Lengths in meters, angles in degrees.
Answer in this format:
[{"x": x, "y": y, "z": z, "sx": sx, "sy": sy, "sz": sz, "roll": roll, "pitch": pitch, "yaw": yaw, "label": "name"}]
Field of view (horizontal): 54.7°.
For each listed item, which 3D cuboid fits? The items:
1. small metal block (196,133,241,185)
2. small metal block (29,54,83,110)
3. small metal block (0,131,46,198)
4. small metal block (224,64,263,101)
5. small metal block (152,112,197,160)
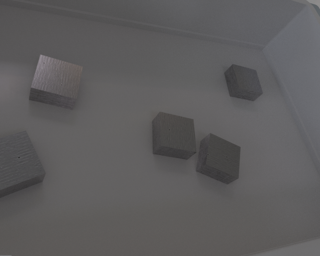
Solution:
[{"x": 0.080, "y": 0.042, "z": 0.423, "sx": 0.050, "sy": 0.025, "sz": 0.050, "roll": 24, "pitch": 53, "yaw": -13, "label": "small metal block"}, {"x": -0.124, "y": -0.054, "z": 0.372, "sx": 0.050, "sy": 0.025, "sz": 0.050, "roll": 14, "pitch": 56, "yaw": -21, "label": "small metal block"}, {"x": -0.148, "y": 0.036, "z": 0.304, "sx": 0.050, "sy": 0.025, "sz": 0.050, "roll": -20, "pitch": 73, "yaw": -36, "label": "small metal block"}, {"x": 0.142, "y": -0.077, "z": 0.529, "sx": 0.050, "sy": 0.025, "sz": 0.050, "roll": 8, "pitch": 58, "yaw": -24, "label": "small metal block"}, {"x": 0.018, "y": 0.011, "z": 0.409, "sx": 0.050, "sy": 0.025, "sz": 0.050, "roll": 12, "pitch": 57, "yaw": -22, "label": "small metal block"}]
